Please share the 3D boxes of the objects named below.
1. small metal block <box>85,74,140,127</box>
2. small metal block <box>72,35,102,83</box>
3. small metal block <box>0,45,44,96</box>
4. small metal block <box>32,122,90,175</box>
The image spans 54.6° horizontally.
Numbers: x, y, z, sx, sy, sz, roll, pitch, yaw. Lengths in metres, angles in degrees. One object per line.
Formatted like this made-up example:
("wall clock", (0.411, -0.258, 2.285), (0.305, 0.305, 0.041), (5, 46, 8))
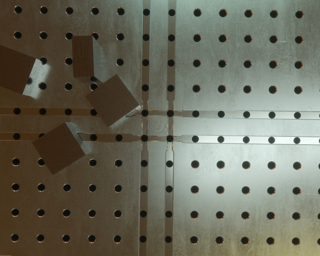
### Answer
("small metal block", (-0.062, -0.035, 0.413), (0.050, 0.025, 0.050), (-36, 90, 0))
("small metal block", (-0.093, -0.087, 0.400), (0.025, 0.050, 0.050), (-2, 90, 0))
("small metal block", (-0.192, -0.075, 0.412), (0.050, 0.025, 0.050), (21, 90, 0))
("small metal block", (-0.131, 0.027, 0.413), (0.050, 0.025, 0.050), (-32, 90, 0))
